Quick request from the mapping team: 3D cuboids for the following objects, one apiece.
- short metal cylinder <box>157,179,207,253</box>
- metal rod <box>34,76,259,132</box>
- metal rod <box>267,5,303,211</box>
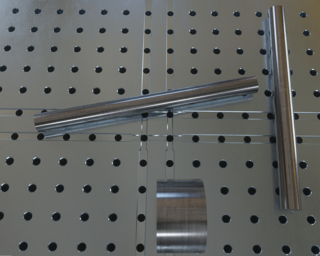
[{"bbox_3d":[0.022,0.097,0.347,0.050,0.080,0.080,0,70,0],"label":"short metal cylinder"},{"bbox_3d":[-0.015,-0.034,0.423,0.302,0.025,0.025,-10,71,-4],"label":"metal rod"},{"bbox_3d":[0.169,-0.041,0.427,0.025,0.025,0.299,4,70,1],"label":"metal rod"}]
